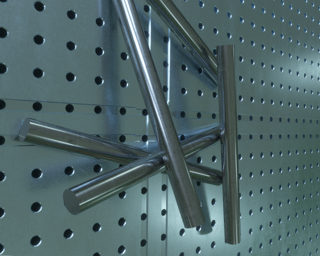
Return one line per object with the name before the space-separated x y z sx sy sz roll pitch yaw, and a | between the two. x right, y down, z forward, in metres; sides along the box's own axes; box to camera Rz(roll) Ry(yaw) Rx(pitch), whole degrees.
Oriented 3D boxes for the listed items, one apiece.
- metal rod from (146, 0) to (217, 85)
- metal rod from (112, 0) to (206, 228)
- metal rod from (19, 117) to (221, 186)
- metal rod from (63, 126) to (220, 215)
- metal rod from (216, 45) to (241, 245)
metal rod | 0.017 -0.146 0.407 0.301 0.025 0.025 39 66 -39
metal rod | -0.006 -0.033 0.359 0.025 0.025 0.298 -15 86 -39
metal rod | -0.020 0.040 0.394 0.302 0.025 0.025 19 78 -39
metal rod | 0.015 0.035 0.393 0.302 0.025 0.025 -19 102 -48
metal rod | 0.102 0.031 0.457 0.025 0.025 0.298 -15 105 -39
